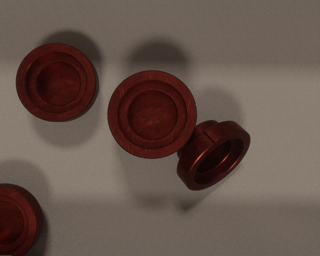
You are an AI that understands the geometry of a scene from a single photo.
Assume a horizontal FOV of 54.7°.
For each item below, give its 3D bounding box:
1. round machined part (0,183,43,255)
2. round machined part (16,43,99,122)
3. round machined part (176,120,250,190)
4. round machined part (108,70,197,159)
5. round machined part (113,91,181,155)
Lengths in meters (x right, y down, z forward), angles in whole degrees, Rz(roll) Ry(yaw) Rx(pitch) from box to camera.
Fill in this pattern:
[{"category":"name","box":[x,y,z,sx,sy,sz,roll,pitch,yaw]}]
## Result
[{"category":"round machined part","box":[-0.200,0.120,0.400,0.099,0.042,0.097,0,90,-1]},{"category":"round machined part","box":[-0.128,-0.056,0.401,0.099,0.042,0.097,0,90,-1]},{"category":"round machined part","box":[0.061,0.029,0.385,0.098,0.098,0.042,-41,55,0]},{"category":"round machined part","box":[-0.008,-0.015,0.360,0.099,0.042,0.097,0,89,2]},{"category":"round machined part","box":[-0.013,-0.011,0.403,0.099,0.042,0.097,0,90,-1]}]
